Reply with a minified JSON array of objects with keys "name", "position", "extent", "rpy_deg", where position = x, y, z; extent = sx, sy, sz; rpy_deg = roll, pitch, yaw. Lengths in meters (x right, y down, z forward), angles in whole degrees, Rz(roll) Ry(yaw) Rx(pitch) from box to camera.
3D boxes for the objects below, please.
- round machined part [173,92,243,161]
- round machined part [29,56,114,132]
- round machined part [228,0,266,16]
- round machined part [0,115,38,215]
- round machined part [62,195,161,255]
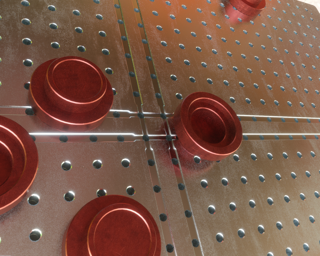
[{"name":"round machined part","position":[0.062,0.001,0.432],"extent":[0.099,0.042,0.098],"rpy_deg":[14,56,-21]},{"name":"round machined part","position":[-0.103,-0.047,0.372],"extent":[0.099,0.042,0.098],"rpy_deg":[14,56,-21]},{"name":"round machined part","position":[0.197,-0.301,0.691],"extent":[0.099,0.042,0.098],"rpy_deg":[14,56,-21]},{"name":"round machined part","position":[-0.167,0.037,0.285],"extent":[0.099,0.042,0.098],"rpy_deg":[14,56,-21]},{"name":"round machined part","position":[-0.043,0.113,0.306],"extent":[0.099,0.042,0.098],"rpy_deg":[14,56,-21]}]
